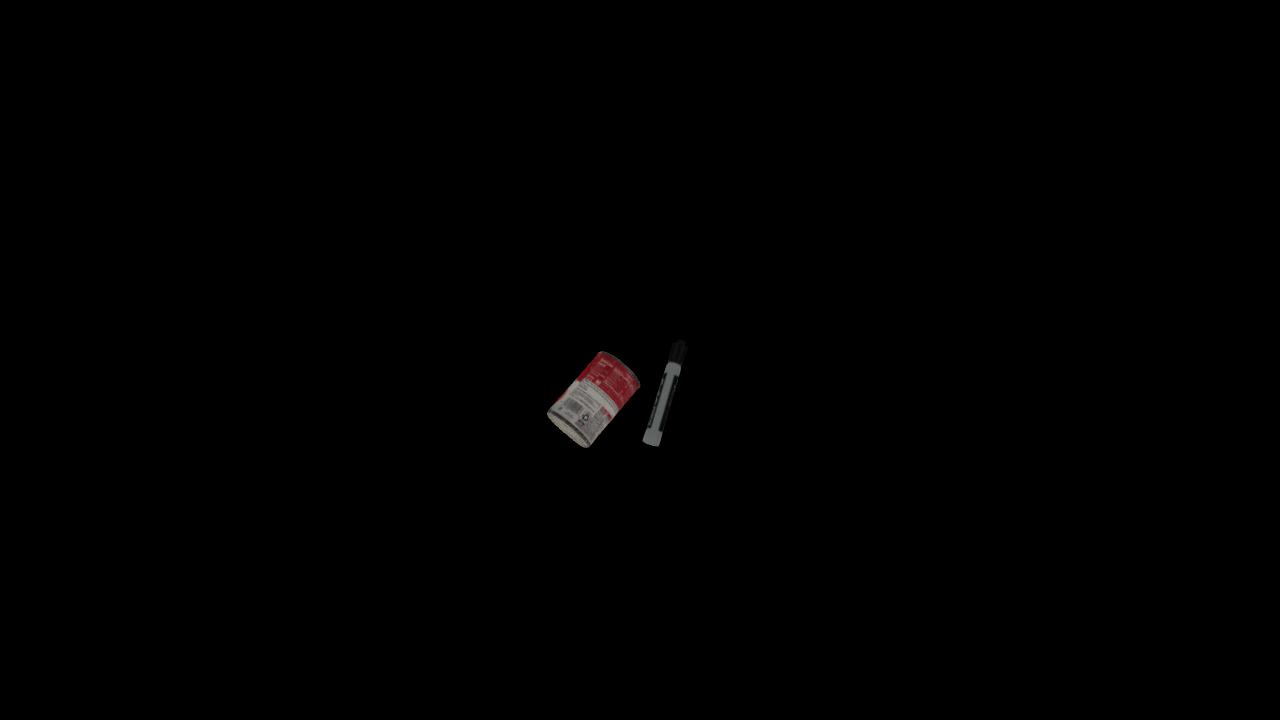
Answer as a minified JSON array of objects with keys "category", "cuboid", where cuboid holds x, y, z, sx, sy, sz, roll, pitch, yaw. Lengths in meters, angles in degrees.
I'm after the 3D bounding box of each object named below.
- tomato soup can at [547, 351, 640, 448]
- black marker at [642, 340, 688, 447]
[{"category":"tomato soup can","cuboid":[-0.056,0.049,0.748,0.068,0.101,0.068,35,-19,14]},{"category":"black marker","cuboid":[0.029,0.034,0.674,0.020,0.121,0.020,17,-15,4]}]
